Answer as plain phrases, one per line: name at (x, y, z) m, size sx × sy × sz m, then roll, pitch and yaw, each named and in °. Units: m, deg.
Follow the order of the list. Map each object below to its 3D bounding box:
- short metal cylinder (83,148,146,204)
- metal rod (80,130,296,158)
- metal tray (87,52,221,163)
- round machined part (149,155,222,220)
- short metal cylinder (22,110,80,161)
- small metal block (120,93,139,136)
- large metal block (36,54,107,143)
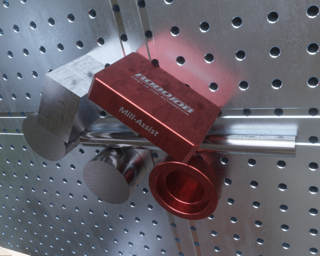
short metal cylinder at (-0.069, 0.069, 0.474) m, size 0.080 × 0.050 × 0.079 m, roll 13°, pitch 124°, yaw 21°
metal rod at (0.017, 0.018, 0.413) m, size 0.300 × 0.025 × 0.025 m, roll 1°, pitch 119°, yaw 27°
metal tray at (-0.003, -0.028, 0.353) m, size 0.130 × 0.090 × 0.030 m, roll 35°, pitch 129°, yaw 5°
round machined part at (0.037, 0.075, 0.427) m, size 0.098 × 0.042 × 0.097 m, roll 13°, pitch 124°, yaw 21°
short metal cylinder at (-0.164, 0.005, 0.484) m, size 0.080 × 0.050 × 0.079 m, roll 13°, pitch 124°, yaw 21°
small metal block at (-0.030, -0.025, 0.412) m, size 0.050 × 0.025 × 0.050 m, roll 43°, pitch 129°, yaw -2°
large metal block at (-0.109, -0.040, 0.409) m, size 0.050 × 0.080 × 0.079 m, roll 33°, pitch 129°, yaw 6°
